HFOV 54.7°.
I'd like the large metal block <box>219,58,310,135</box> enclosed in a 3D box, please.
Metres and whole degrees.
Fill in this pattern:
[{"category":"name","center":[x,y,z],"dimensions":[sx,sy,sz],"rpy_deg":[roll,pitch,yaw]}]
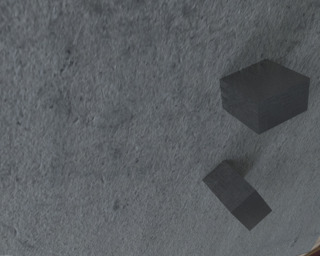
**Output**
[{"category":"large metal block","center":[0.140,-0.046,0.422],"dimensions":[0.081,0.080,0.050],"rpy_deg":[-25,128,-13]}]

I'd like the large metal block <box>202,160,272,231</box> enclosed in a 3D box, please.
[{"category":"large metal block","center":[0.127,0.111,0.512],"dimensions":[0.050,0.080,0.080],"rpy_deg":[-43,130,1]}]
